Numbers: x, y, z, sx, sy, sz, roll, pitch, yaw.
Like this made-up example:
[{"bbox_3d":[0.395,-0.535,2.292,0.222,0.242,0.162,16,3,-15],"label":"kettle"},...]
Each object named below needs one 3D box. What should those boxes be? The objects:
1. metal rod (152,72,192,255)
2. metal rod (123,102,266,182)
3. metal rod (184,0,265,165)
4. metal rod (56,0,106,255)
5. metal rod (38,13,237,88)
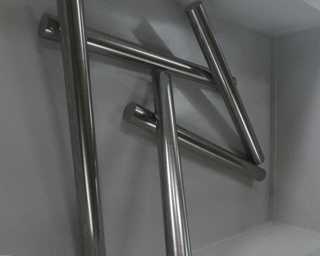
[{"bbox_3d":[0.013,0.064,0.334,0.025,0.025,0.299,21,52,-38],"label":"metal rod"},{"bbox_3d":[0.071,0.032,0.466,0.301,0.025,0.025,26,74,-37],"label":"metal rod"},{"bbox_3d":[0.108,-0.048,0.469,0.025,0.025,0.299,-53,129,-27],"label":"metal rod"},{"bbox_3d":[-0.079,0.015,0.321,0.025,0.025,0.298,-11,103,-39],"label":"metal rod"},{"bbox_3d":[-0.001,-0.087,0.404,0.302,0.025,0.025,8,85,-40],"label":"metal rod"}]
